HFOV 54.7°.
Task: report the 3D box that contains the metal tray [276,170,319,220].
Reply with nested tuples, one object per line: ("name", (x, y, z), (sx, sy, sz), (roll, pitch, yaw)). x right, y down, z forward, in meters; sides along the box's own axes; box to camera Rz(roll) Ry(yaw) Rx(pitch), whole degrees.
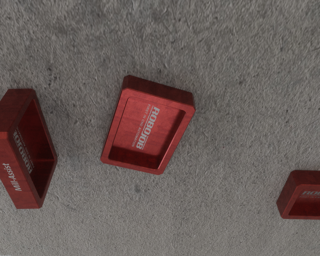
("metal tray", (0.267, 0.110, 0.500), (0.131, 0.030, 0.089), (2, 130, -2))

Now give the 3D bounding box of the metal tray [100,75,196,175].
("metal tray", (-0.020, 0.002, 0.405), (0.091, 0.030, 0.129), (14, 129, -12))

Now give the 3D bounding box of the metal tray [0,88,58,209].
("metal tray", (-0.168, 0.027, 0.385), (0.030, 0.090, 0.129), (-1, 130, 1))
